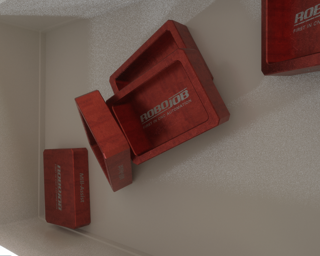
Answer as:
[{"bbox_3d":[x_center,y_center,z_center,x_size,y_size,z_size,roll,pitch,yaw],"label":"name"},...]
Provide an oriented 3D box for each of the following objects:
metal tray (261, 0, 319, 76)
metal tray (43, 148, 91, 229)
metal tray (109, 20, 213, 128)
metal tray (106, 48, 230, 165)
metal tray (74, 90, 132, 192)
[{"bbox_3d":[0.130,-0.093,0.246,0.130,0.030,0.089,-168,77,-75],"label":"metal tray"},{"bbox_3d":[-0.162,0.100,0.534,0.090,0.030,0.129,-5,87,39],"label":"metal tray"},{"bbox_3d":[-0.005,-0.063,0.405,0.130,0.030,0.090,-36,68,34],"label":"metal tray"},{"bbox_3d":[0.003,-0.021,0.361,0.130,0.030,0.090,-29,85,34],"label":"metal tray"},{"bbox_3d":[-0.071,0.022,0.410,0.090,0.030,0.129,57,162,24],"label":"metal tray"}]
